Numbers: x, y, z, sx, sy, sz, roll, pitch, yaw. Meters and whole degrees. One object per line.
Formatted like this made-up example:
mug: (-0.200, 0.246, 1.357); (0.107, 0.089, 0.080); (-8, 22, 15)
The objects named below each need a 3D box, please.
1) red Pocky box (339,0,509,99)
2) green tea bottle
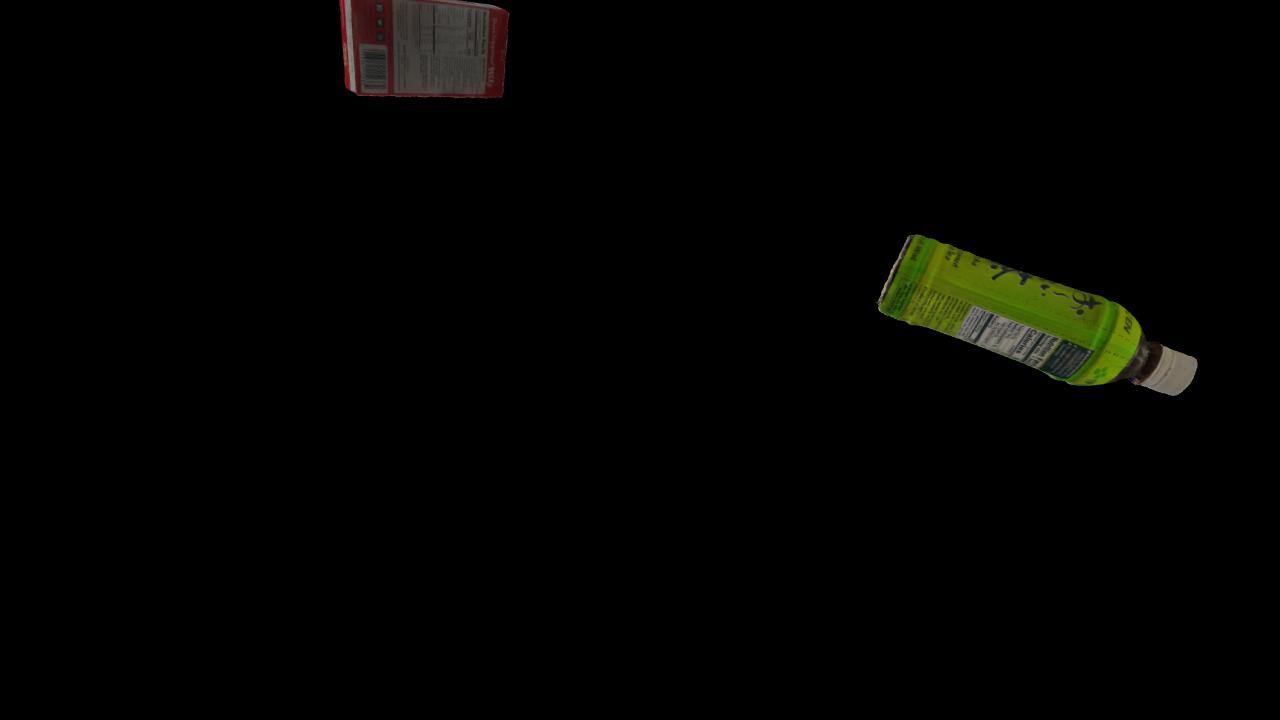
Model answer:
red Pocky box: (-0.194, -0.288, 0.568); (0.028, 0.083, 0.155); (34, 37, 31)
green tea bottle: (0.296, -0.029, 0.470); (0.212, 0.073, 0.073); (27, 8, 17)
